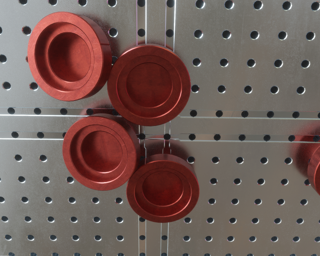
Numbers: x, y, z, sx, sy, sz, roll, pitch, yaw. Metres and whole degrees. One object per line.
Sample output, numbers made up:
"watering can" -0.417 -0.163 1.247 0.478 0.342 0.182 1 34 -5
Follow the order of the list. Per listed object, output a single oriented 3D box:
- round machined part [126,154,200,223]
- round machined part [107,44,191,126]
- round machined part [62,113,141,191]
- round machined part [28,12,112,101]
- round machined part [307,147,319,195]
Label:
"round machined part" 0.004 0.080 0.434 0.099 0.042 0.097 0 110 -1
"round machined part" -0.013 -0.055 0.383 0.099 0.042 0.097 -1 111 -2
"round machined part" -0.073 0.029 0.406 0.098 0.042 0.097 2 102 11
"round machined part" -0.100 -0.082 0.362 0.098 0.042 0.097 4 104 18
"round machined part" 0.253 0.054 0.428 0.099 0.042 0.097 0 110 -1
